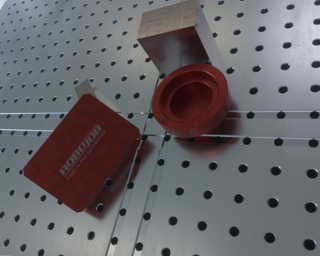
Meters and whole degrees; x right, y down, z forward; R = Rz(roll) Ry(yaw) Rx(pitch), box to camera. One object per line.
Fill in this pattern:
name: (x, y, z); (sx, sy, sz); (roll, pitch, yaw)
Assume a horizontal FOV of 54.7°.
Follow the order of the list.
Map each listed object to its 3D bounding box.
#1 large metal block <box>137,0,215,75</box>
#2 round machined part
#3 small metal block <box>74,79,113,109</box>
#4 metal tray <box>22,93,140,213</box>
large metal block: (0.026, -0.124, 0.436); (0.080, 0.080, 0.050); (-6, 59, 25)
round machined part: (0.043, -0.030, 0.394); (0.098, 0.042, 0.098); (-13, 56, 21)
small metal block: (-0.097, -0.039, 0.467); (0.025, 0.050, 0.050); (-36, 51, 4)
metal tray: (-0.099, 0.031, 0.406); (0.090, 0.030, 0.130); (36, 80, -1)
